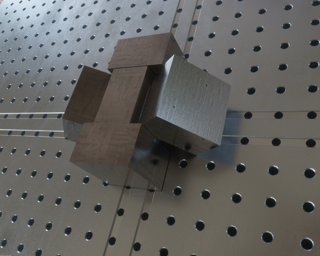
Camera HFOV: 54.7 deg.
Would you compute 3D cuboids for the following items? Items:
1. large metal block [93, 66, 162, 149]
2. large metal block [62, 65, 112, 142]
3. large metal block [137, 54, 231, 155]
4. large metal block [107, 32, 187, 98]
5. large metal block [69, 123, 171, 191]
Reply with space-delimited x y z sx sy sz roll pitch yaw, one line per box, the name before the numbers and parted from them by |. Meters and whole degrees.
large metal block | -0.030 -0.021 0.399 0.050 0.080 0.080 1 62 28
large metal block | -0.094 -0.025 0.428 0.050 0.080 0.080 18 66 -7
large metal block | 0.030 -0.024 0.360 0.050 0.080 0.080 -32 38 58
large metal block | -0.010 -0.079 0.424 0.080 0.080 0.050 1 63 28
large metal block | -0.045 0.035 0.372 0.080 0.080 0.050 1 63 28
